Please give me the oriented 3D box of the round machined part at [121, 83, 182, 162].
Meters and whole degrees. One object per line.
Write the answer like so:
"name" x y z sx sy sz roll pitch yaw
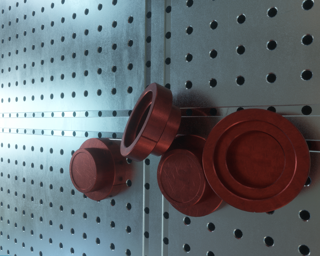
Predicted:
"round machined part" -0.009 -0.003 0.383 0.097 0.042 0.098 -54 21 33

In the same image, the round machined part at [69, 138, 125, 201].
"round machined part" -0.103 0.064 0.481 0.098 0.042 0.097 0 90 39

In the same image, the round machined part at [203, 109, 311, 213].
"round machined part" 0.096 0.031 0.309 0.098 0.042 0.097 -2 85 27

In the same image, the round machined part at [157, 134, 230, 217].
"round machined part" 0.035 0.056 0.368 0.098 0.042 0.097 0 90 39
